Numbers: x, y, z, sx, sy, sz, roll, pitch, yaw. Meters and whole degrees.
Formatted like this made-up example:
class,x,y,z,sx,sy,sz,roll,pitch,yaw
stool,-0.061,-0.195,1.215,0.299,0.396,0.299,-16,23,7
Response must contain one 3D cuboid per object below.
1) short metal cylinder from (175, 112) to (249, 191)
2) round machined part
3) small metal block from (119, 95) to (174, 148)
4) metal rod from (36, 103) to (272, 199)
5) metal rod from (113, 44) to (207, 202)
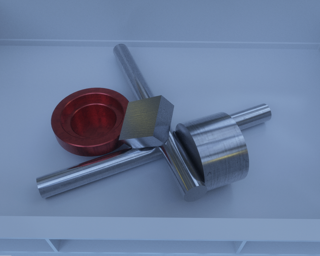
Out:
class,x,y,z,sx,sy,sz,roll,pitch,yaw
short metal cylinder,0.055,0.027,0.346,0.050,0.080,0.080,-15,52,-13
round machined part,-0.083,-0.003,0.394,0.099,0.042,0.098,0,50,0
small metal block,-0.015,-0.006,0.355,0.050,0.025,0.050,-8,60,37
metal rod,0.005,0.023,0.384,0.302,0.025,0.025,-18,53,-15
metal rod,-0.015,-0.032,0.406,0.025,0.025,0.300,-15,45,-13
